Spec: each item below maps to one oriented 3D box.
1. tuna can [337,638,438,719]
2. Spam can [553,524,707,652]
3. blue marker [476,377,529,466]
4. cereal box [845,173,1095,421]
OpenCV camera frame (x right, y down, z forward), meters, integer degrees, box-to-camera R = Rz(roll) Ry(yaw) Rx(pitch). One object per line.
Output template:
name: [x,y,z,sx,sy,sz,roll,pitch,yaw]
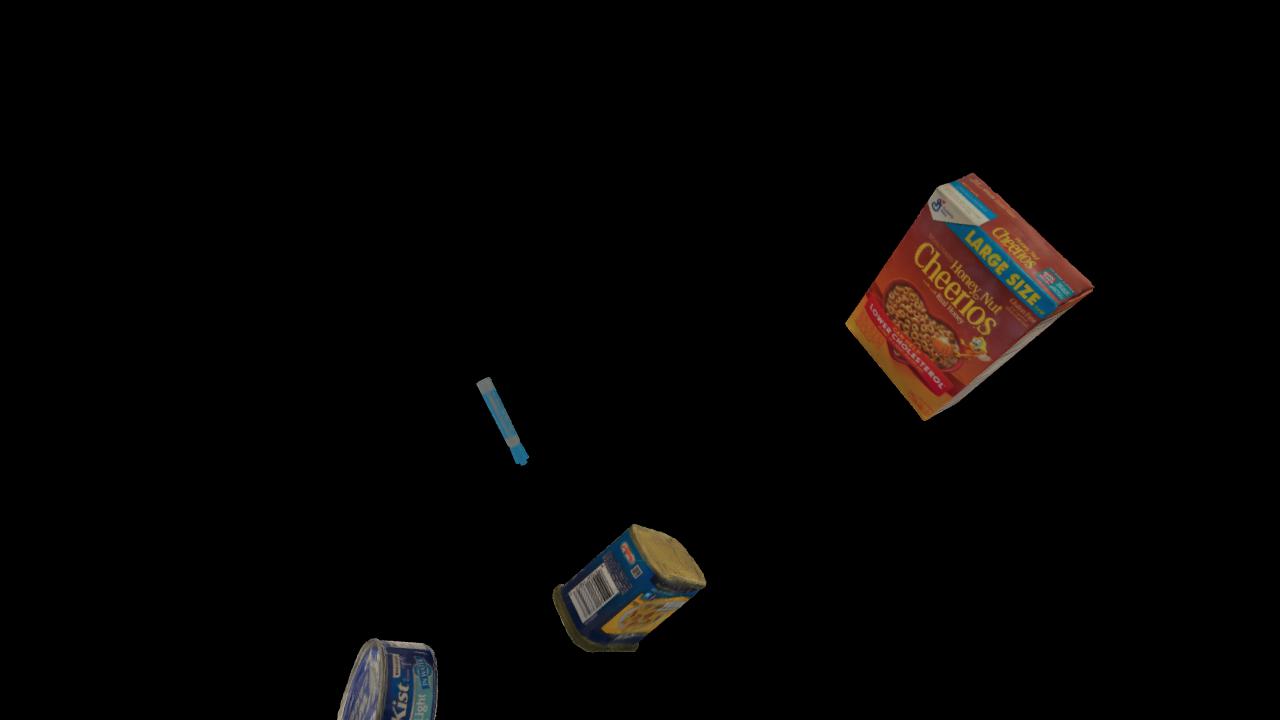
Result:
tuna can: [-0.146,0.206,0.350,0.034,0.084,0.084,20,-10,-30]
Spam can: [-0.005,0.184,0.496,0.058,0.085,0.101,53,9,36]
blue marker: [-0.171,0.079,0.774,0.020,0.121,0.020,-22,12,5]
cereal box: [0.424,-0.072,0.850,0.081,0.203,0.306,-23,-25,-18]
